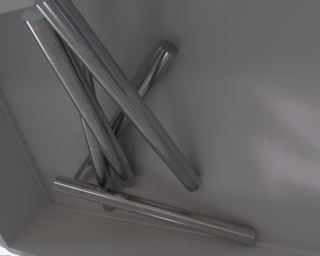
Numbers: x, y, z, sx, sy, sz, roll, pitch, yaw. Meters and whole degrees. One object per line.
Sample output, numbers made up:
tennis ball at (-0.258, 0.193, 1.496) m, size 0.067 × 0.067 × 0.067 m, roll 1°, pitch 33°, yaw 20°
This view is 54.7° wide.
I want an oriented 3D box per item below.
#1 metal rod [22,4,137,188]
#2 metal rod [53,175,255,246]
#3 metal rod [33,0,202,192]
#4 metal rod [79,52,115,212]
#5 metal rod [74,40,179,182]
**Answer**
metal rod at (-0.075, -0.006, 0.371) m, size 0.025 × 0.025 × 0.299 m, roll 13°, pitch 147°, yaw 21°
metal rod at (-0.014, 0.119, 0.458) m, size 0.301 × 0.025 × 0.025 m, roll 13°, pitch 125°, yaw 9°
metal rod at (-0.019, -0.011, 0.334) m, size 0.025 × 0.025 × 0.300 m, roll -5°, pitch 141°, yaw 30°
metal rod at (-0.088, 0.028, 0.435) m, size 0.025 × 0.025 × 0.298 m, roll 17°, pitch 137°, yaw 18°
metal rod at (-0.063, -0.001, 0.441) m, size 0.025 × 0.025 × 0.298 m, roll 40°, pitch 129°, yaw 1°
